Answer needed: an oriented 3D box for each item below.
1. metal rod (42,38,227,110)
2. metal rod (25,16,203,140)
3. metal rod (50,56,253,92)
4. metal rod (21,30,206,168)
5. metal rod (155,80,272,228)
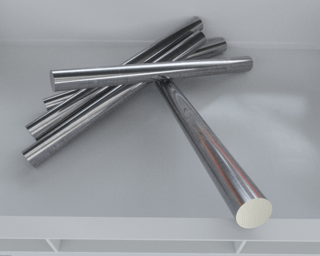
[{"bbox_3d":[-0.026,-0.085,0.475,0.302,0.025,0.025,-23,54,-19],"label":"metal rod"},{"bbox_3d":[-0.050,-0.079,0.440,0.301,0.025,0.025,-38,60,-21],"label":"metal rod"},{"bbox_3d":[0.009,-0.078,0.422,0.303,0.025,0.025,-11,49,-28],"label":"metal rod"},{"bbox_3d":[-0.048,-0.050,0.423,0.301,0.025,0.025,-39,60,-20],"label":"metal rod"},{"bbox_3d":[0.033,-0.007,0.334,0.025,0.025,0.300,-9,26,-8],"label":"metal rod"}]
